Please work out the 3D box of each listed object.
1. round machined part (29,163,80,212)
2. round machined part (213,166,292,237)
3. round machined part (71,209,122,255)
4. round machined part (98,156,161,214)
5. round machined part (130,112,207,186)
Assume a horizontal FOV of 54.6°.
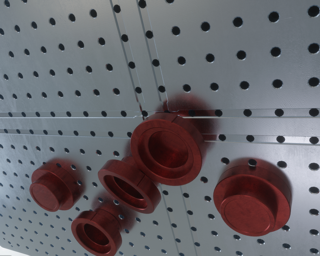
[{"bbox_3d":[-0.203,0.118,0.582,0.098,0.042,0.097,13,124,21],"label":"round machined part"},{"bbox_3d":[0.116,0.101,0.401,0.098,0.042,0.097,13,124,21],"label":"round machined part"},{"bbox_3d":[-0.113,0.191,0.579,0.098,0.042,0.097,13,124,21],"label":"round machined part"},{"bbox_3d":[-0.040,0.079,0.459,0.098,0.042,0.098,25,146,19],"label":"round machined part"},{"bbox_3d":[0.014,0.024,0.406,0.098,0.042,0.097,12,121,21],"label":"round machined part"}]
